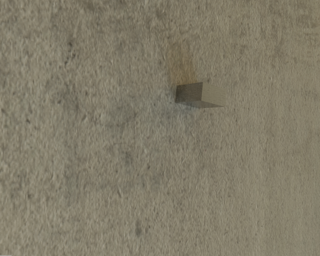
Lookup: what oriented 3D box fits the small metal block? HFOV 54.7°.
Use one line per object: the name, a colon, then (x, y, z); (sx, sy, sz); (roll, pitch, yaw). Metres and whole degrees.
small metal block: (0.058, -0.045, 0.439); (0.050, 0.050, 0.025); (9, 84, -40)
